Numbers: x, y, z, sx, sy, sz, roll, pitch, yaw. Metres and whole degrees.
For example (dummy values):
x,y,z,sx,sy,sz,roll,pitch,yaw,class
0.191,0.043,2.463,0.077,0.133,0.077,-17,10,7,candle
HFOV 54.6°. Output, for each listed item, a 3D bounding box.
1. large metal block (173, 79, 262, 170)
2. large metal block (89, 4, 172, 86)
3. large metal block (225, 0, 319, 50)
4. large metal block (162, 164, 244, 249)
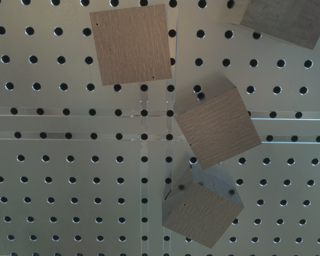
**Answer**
x,y,z,sx,sy,sz,roll,pitch,yaw,class
0.072,-0.005,0.399,0.080,0.050,0.080,-26,108,9,large metal block
-0.030,-0.098,0.364,0.080,0.050,0.080,-6,110,2,large metal block
0.125,-0.126,0.338,0.080,0.080,0.050,17,109,-6,large metal block
0.058,0.111,0.441,0.080,0.050,0.080,28,108,-10,large metal block
